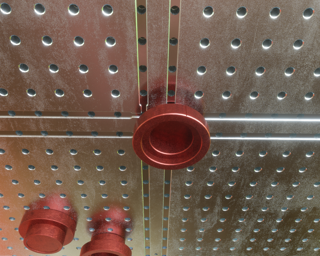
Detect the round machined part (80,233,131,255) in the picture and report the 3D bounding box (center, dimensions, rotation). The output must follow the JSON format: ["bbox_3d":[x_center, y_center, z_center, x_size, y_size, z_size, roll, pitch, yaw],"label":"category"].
[{"bbox_3d":[-0.104,0.242,0.605,0.099,0.042,0.097,0,130,0],"label":"round machined part"}]

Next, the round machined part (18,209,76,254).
[{"bbox_3d":[-0.206,0.193,0.563,0.099,0.042,0.097,0,130,0],"label":"round machined part"}]

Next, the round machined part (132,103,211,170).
[{"bbox_3d":[0.015,0.007,0.406,0.099,0.042,0.097,0,130,0],"label":"round machined part"}]
